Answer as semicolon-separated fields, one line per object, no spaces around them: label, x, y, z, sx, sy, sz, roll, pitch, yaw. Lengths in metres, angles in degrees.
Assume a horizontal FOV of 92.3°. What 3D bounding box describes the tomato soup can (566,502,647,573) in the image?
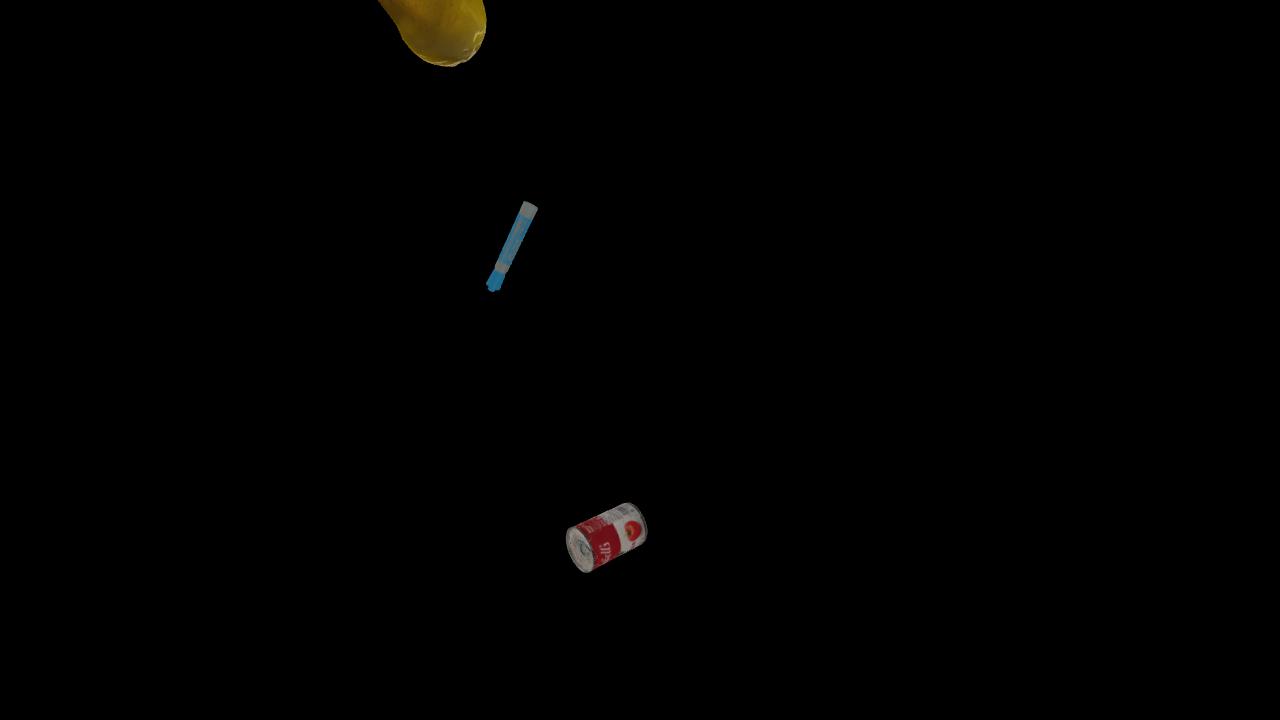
tomato soup can;-0.047;0.255;0.890;0.101;0.068;0.068;-16;10;-38

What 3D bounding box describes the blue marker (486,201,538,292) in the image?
blue marker;-0.160;-0.138;0.762;0.020;0.121;0.020;27;18;-9

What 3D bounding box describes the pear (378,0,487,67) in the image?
pear;-0.184;-0.299;0.510;0.080;0.080;0.111;0;-10;43
